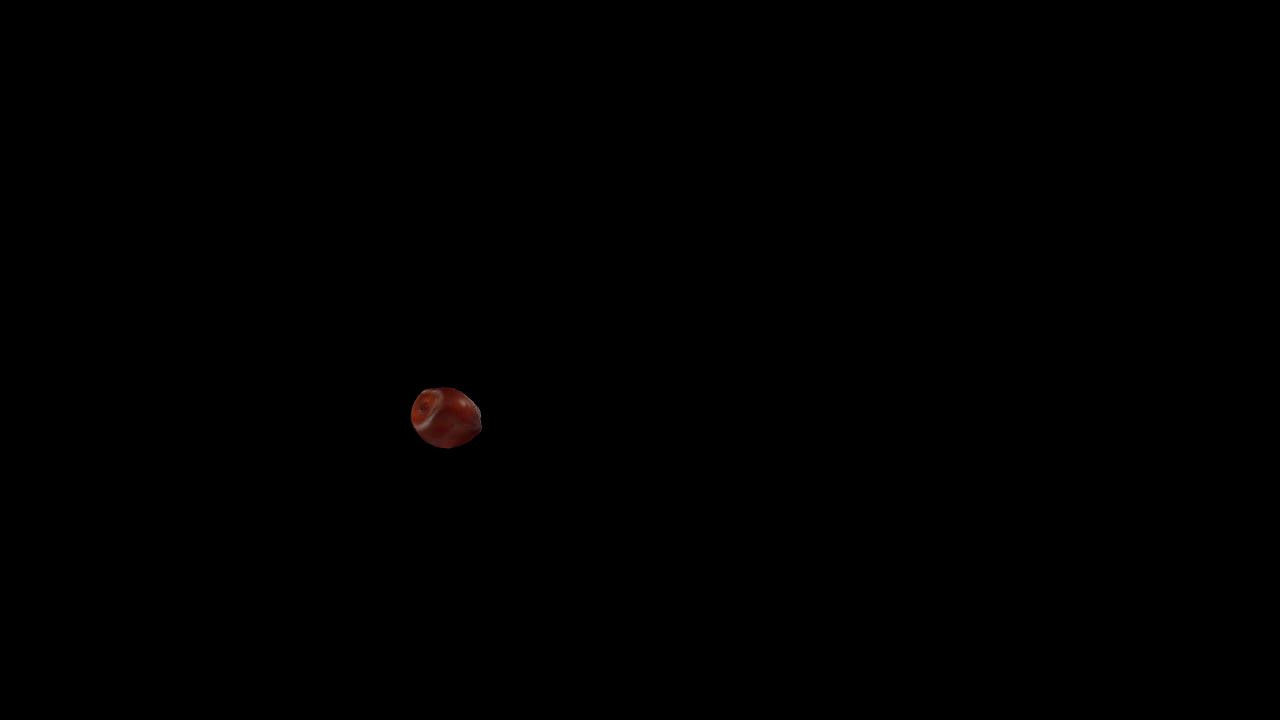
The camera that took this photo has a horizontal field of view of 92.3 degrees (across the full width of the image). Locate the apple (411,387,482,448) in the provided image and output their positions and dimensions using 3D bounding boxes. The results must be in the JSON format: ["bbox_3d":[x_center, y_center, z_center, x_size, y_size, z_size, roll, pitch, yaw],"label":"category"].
[{"bbox_3d":[-0.255,0.076,0.810,0.079,0.079,0.093,0,-21,34],"label":"apple"}]
